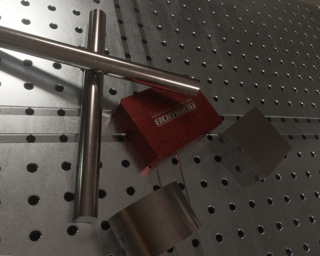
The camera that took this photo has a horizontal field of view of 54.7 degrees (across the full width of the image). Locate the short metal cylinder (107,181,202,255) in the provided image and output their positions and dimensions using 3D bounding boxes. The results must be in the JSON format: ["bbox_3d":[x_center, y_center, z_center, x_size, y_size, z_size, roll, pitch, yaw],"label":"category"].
[{"bbox_3d":[-0.005,0.096,0.313,0.081,0.080,0.050,-20,73,-36],"label":"short metal cylinder"}]

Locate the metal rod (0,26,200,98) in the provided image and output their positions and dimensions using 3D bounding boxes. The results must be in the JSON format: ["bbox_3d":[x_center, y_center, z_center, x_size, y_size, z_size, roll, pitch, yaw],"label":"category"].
[{"bbox_3d":[-0.096,-0.086,0.379,0.302,0.025,0.025,13,56,-10],"label":"metal rod"}]

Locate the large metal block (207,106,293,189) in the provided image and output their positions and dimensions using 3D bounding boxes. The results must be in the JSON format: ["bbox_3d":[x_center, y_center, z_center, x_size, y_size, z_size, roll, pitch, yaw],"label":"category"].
[{"bbox_3d":[0.130,0.027,0.448,0.081,0.050,0.080,-33,81,-38],"label":"large metal block"}]

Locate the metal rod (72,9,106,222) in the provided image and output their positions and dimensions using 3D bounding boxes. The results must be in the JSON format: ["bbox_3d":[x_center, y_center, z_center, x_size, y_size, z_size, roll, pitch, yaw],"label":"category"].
[{"bbox_3d":[-0.084,-0.037,0.386,0.025,0.025,0.299,10,57,-23],"label":"metal rod"}]

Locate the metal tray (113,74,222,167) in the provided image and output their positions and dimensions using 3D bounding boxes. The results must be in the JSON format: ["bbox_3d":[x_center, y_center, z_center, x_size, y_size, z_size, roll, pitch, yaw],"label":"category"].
[{"bbox_3d":[0.014,-0.015,0.423,0.131,0.030,0.090,-27,77,-37],"label":"metal tray"}]
